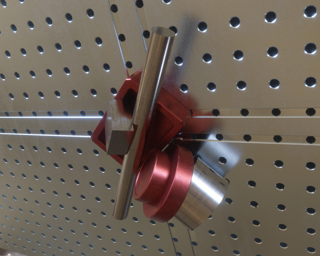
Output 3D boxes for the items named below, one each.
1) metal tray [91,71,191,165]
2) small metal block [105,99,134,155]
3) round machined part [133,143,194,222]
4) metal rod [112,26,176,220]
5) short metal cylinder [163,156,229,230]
[{"bbox_3d":[-0.030,-0.001,0.421,0.090,0.030,0.129,40,129,0],"label":"metal tray"},{"bbox_3d":[-0.053,-0.001,0.393,0.025,0.050,0.050,2,140,-18],"label":"small metal block"},{"bbox_3d":[-0.001,0.064,0.389,0.042,0.098,0.097,24,130,-14],"label":"round machined part"},{"bbox_3d":[-0.030,0.019,0.398,0.025,0.025,0.298,25,127,12],"label":"metal rod"},{"bbox_3d":[0.043,0.083,0.402,0.050,0.080,0.080,40,129,1],"label":"short metal cylinder"}]
